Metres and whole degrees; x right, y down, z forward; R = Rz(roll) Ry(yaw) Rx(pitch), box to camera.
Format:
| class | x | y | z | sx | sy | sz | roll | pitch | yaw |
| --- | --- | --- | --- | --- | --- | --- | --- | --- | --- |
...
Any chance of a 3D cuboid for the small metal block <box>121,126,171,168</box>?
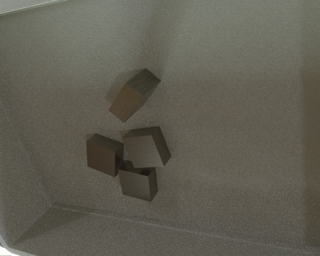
| class | x | y | z | sx | sy | sz | roll | pitch | yaw |
| --- | --- | --- | --- | --- | --- | --- | --- | --- | --- |
| small metal block | -0.019 | 0.028 | 0.436 | 0.050 | 0.025 | 0.050 | -7 | 115 | 31 |

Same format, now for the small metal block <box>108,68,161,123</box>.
| class | x | y | z | sx | sy | sz | roll | pitch | yaw |
| --- | --- | --- | --- | --- | --- | --- | --- | --- | --- |
| small metal block | -0.031 | -0.041 | 0.384 | 0.025 | 0.050 | 0.050 | 41 | 129 | 1 |

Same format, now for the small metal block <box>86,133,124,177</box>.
| class | x | y | z | sx | sy | sz | roll | pitch | yaw |
| --- | --- | --- | --- | --- | --- | --- | --- | --- | --- |
| small metal block | -0.085 | 0.042 | 0.480 | 0.050 | 0.025 | 0.050 | 18 | 126 | 17 |

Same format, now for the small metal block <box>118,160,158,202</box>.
| class | x | y | z | sx | sy | sz | roll | pitch | yaw |
| --- | --- | --- | --- | --- | --- | --- | --- | --- | --- |
| small metal block | -0.033 | 0.081 | 0.476 | 0.050 | 0.025 | 0.050 | 9 | 123 | 23 |
